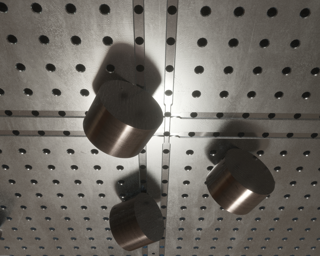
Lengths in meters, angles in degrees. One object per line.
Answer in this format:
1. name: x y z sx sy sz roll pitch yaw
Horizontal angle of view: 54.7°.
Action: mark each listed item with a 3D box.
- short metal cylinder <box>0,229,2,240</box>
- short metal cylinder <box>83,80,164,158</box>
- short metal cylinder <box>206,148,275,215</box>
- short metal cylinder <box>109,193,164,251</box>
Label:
1. short metal cylinder: -0.328 0.209 0.548 0.050 0.080 0.080 37 121 -27
2. short metal cylinder: -0.043 -0.011 0.366 0.080 0.080 0.050 23 126 -19
3. short metal cylinder: 0.114 0.076 0.442 0.081 0.080 0.050 19 127 -16
4. short metal cylinder: -0.037 0.152 0.505 0.050 0.080 0.080 -29 125 22
